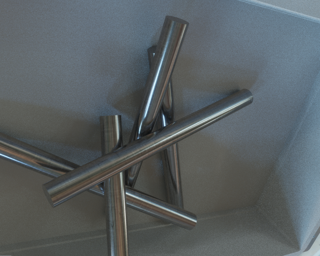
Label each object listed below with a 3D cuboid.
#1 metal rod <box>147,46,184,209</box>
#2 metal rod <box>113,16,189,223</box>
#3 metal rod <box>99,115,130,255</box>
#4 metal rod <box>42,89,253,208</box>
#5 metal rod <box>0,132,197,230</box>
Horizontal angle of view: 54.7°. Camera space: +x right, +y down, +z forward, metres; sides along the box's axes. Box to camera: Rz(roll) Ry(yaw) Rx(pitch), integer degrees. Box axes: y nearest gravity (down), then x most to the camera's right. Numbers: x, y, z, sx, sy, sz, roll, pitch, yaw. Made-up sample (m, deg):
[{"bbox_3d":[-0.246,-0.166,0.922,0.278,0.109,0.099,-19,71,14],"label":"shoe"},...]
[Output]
[{"bbox_3d":[0.014,0.032,0.437,0.025,0.025,0.298,-20,126,-17],"label":"metal rod"},{"bbox_3d":[-0.025,0.014,0.385,0.025,0.025,0.298,1,124,-29],"label":"metal rod"},{"bbox_3d":[-0.049,0.134,0.364,0.025,0.025,0.298,-4,91,-27],"label":"metal rod"},{"bbox_3d":[0.010,0.010,0.374,0.302,0.025,0.025,-25,129,-31],"label":"metal rod"},{"bbox_3d":[-0.071,0.072,0.382,0.301,0.025,0.025,29,102,-28],"label":"metal rod"}]
